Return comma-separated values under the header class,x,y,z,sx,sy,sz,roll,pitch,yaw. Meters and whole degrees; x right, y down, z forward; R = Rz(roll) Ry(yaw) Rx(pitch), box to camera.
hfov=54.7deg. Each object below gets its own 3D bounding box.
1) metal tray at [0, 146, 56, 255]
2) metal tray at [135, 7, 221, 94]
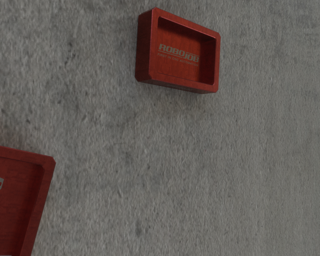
class,x,y,z,sx,sy,sz,roll,pitch,yaw
metal tray,-0.155,0.079,0.271,0.091,0.030,0.129,20,77,-39
metal tray,0.029,-0.100,0.427,0.131,0.030,0.089,5,87,-40
